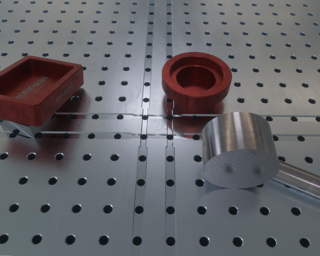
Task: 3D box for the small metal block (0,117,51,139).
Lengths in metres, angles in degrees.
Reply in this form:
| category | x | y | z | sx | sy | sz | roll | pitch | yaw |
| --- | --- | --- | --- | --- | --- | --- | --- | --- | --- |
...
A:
| category | x | y | z | sx | sy | sz | roll | pitch | yaw |
| --- | --- | --- | --- | --- | --- | --- | --- | --- | --- |
| small metal block | -0.182 | -0.018 | 0.421 | 0.050 | 0.025 | 0.050 | 15 | 52 | 12 |

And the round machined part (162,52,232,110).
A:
| category | x | y | z | sx | sy | sz | roll | pitch | yaw |
| --- | --- | --- | --- | --- | --- | --- | --- | --- | --- |
| round machined part | 0.052 | -0.064 | 0.451 | 0.099 | 0.042 | 0.098 | 0 | 50 | 0 |

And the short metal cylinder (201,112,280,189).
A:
| category | x | y | z | sx | sy | sz | roll | pitch | yaw |
| --- | --- | --- | --- | --- | --- | --- | --- | --- | --- |
| short metal cylinder | 0.088 | 0.027 | 0.350 | 0.080 | 0.080 | 0.050 | 2 | 50 | 1 |

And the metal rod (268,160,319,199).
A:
| category | x | y | z | sx | sy | sz | roll | pitch | yaw |
| --- | --- | --- | --- | --- | --- | --- | --- | --- | --- |
| metal rod | 0.262 | 0.100 | 0.325 | 0.301 | 0.025 | 0.025 | 22 | 54 | 17 |

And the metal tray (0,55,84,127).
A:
| category | x | y | z | sx | sy | sz | roll | pitch | yaw |
| --- | --- | --- | --- | --- | --- | --- | --- | --- | --- |
| metal tray | -0.171 | -0.055 | 0.417 | 0.090 | 0.030 | 0.130 | 11 | 34 | 7 |
